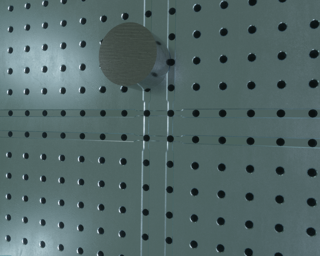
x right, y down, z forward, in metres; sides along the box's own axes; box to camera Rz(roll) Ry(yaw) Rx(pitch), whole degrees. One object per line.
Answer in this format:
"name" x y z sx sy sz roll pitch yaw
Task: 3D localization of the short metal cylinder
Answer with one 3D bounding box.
"short metal cylinder" -0.033 -0.093 0.411 0.080 0.050 0.080 0 90 20
